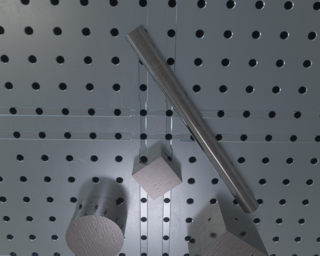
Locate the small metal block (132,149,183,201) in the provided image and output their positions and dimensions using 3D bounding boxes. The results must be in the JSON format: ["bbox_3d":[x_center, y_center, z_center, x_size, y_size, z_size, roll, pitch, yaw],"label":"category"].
[{"bbox_3d":[-0.004,0.066,0.438,0.050,0.025,0.050,-35,107,12],"label":"small metal block"}]

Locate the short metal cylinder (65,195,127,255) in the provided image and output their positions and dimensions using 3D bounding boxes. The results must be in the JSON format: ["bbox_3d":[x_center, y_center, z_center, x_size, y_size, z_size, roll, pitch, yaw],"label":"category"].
[{"bbox_3d":[-0.091,0.146,0.453,0.081,0.050,0.079,0,110,0],"label":"short metal cylinder"}]

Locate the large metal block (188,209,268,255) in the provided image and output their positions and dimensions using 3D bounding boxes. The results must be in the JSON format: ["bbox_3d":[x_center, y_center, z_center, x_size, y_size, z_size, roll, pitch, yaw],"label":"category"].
[{"bbox_3d":[0.101,0.184,0.469,0.080,0.050,0.080,35,106,-12],"label":"large metal block"}]

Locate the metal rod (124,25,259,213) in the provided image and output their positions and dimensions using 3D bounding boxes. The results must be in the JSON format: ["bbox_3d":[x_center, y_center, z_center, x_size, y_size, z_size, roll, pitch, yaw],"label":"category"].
[{"bbox_3d":[0.051,0.000,0.413,0.025,0.025,0.299,-32,107,11],"label":"metal rod"}]
